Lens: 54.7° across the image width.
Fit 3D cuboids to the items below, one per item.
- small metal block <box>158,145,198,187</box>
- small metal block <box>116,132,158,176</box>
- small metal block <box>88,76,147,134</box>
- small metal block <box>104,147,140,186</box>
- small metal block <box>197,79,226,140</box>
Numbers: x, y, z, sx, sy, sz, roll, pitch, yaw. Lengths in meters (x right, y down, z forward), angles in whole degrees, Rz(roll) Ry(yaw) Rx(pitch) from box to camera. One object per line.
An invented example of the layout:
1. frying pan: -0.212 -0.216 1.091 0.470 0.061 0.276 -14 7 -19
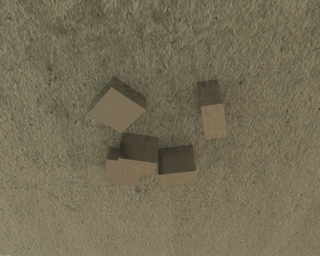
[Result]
1. small metal block: 0.024 0.052 0.436 0.050 0.050 0.025 -7 130 6
2. small metal block: -0.030 0.035 0.420 0.050 0.050 0.025 9 130 -8
3. small metal block: -0.052 -0.028 0.383 0.050 0.025 0.050 33 123 -25
4. small metal block: -0.054 0.057 0.455 0.050 0.025 0.050 8 130 -7
5. small metal block: 0.062 -0.023 0.372 0.025 0.050 0.050 -8 130 7
